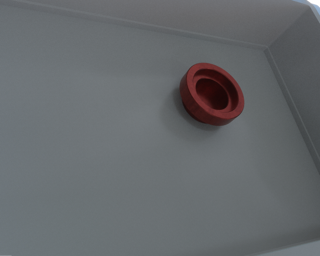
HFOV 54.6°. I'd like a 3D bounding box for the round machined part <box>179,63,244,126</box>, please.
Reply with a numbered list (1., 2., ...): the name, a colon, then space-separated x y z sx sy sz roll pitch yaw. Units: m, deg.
1. round machined part: 0.072 -0.045 0.461 0.099 0.042 0.098 13 56 -21
